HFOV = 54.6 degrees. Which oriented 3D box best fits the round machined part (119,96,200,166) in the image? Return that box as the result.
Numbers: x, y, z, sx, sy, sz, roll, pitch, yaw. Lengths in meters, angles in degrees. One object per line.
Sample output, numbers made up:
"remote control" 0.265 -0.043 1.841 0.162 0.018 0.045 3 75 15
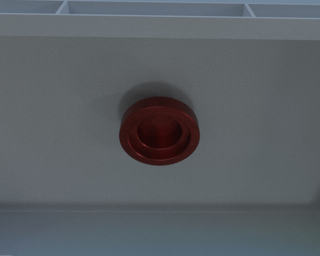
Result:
"round machined part" -0.001 0.000 0.393 0.099 0.042 0.097 0 130 0
